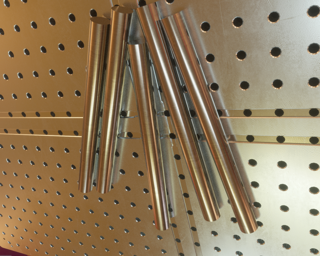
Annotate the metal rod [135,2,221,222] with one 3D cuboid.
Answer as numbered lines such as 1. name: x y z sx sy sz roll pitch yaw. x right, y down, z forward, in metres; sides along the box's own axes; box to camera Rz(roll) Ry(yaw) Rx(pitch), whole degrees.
1. metal rod: 0.030 -0.003 0.394 0.025 0.025 0.299 -5 116 31

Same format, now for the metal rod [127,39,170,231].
1. metal rod: -0.011 0.029 0.435 0.025 0.025 0.298 8 122 24

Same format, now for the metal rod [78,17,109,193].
1. metal rod: -0.101 -0.012 0.457 0.025 0.025 0.298 24 127 13

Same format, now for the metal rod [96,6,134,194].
1. metal rod: -0.069 -0.016 0.439 0.025 0.025 0.298 23 127 14

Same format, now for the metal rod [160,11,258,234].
1. metal rod: 0.068 0.009 0.381 0.025 0.025 0.299 -10 113 33
